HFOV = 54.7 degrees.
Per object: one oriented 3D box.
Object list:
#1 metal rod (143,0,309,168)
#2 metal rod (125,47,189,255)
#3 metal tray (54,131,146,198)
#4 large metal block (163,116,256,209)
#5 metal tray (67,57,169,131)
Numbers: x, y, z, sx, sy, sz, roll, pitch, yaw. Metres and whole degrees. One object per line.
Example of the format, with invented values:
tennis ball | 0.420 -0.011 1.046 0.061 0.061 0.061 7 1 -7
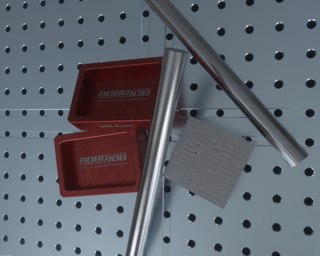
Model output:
metal rod | 0.069 -0.077 0.387 0.025 0.025 0.300 -42 77 15
metal rod | -0.011 0.056 0.371 0.025 0.025 0.298 19 113 18
metal tray | -0.082 0.047 0.437 0.130 0.030 0.089 -8 87 19
large metal block | 0.061 0.038 0.377 0.080 0.050 0.080 26 98 17
metal tray | -0.050 -0.044 0.409 0.130 0.030 0.090 -1 67 19
